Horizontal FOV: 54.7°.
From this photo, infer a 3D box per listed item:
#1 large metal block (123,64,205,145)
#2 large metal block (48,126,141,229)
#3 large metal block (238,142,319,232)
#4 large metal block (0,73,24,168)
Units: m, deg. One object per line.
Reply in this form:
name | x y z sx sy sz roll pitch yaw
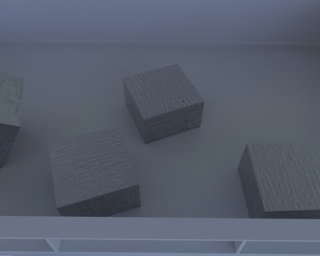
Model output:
large metal block | 0.003 -0.034 0.418 0.081 0.050 0.080 -17 52 -15
large metal block | -0.072 0.053 0.344 0.081 0.050 0.080 -14 52 -12
large metal block | 0.138 0.063 0.338 0.081 0.050 0.080 -2 50 -2
large metal block | -0.201 -0.011 0.367 0.050 0.080 0.080 14 42 -33
